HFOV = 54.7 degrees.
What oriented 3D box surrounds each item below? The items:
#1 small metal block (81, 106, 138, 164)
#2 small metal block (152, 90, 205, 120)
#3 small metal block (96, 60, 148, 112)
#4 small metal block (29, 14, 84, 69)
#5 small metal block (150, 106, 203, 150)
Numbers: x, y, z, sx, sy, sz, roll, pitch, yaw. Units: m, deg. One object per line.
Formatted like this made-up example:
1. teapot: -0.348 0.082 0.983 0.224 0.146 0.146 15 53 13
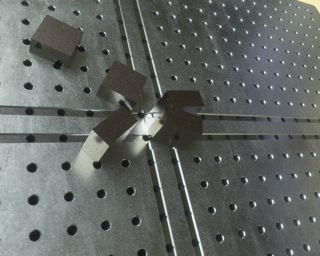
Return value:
1. small metal block: -0.058 0.008 0.357 0.025 0.050 0.050 44 51 2
2. small metal block: 0.024 -0.027 0.423 0.050 0.050 0.025 -3 64 -30
3. small metal block: -0.051 -0.056 0.417 0.050 0.025 0.050 28 52 -11
4. small metal block: -0.135 -0.113 0.405 0.050 0.025 0.050 23 53 -15
5. small metal block: 0.021 0.001 0.404 0.050 0.050 0.025 18 55 -19
